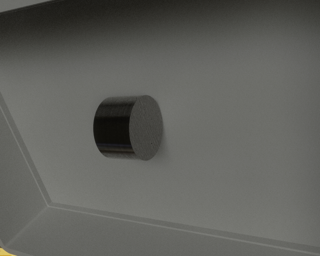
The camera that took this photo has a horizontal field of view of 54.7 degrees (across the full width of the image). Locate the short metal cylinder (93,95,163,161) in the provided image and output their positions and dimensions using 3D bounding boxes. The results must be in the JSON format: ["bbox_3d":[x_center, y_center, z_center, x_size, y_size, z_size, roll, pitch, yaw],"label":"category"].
[{"bbox_3d":[-0.038,0.000,0.388,0.050,0.080,0.080,0,119,28],"label":"short metal cylinder"}]
